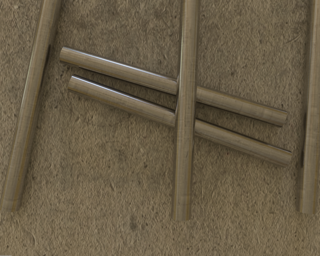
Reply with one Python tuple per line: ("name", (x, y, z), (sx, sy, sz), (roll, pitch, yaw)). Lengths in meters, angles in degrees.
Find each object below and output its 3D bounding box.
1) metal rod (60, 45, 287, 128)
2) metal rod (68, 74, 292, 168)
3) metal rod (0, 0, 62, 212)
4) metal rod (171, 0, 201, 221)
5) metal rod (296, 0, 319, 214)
("metal rod", (0.018, -0.054, 0.409), (0.302, 0.025, 0.025), (16, 90, 0))
("metal rod", (0.026, -0.009, 0.409), (0.301, 0.025, 0.025), (20, 90, 0))
("metal rod", (-0.169, -0.040, 0.408), (0.025, 0.025, 0.298), (12, 90, 0))
("metal rod", (0.033, -0.038, 0.383), (0.025, 0.025, 0.298), (3, 90, 0))
("metal rod", (0.203, -0.038, 0.411), (0.025, 0.025, 0.298), (4, 90, 0))
